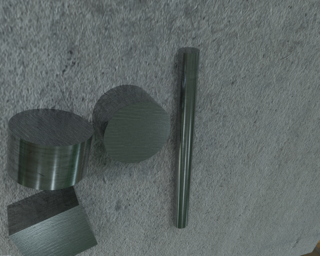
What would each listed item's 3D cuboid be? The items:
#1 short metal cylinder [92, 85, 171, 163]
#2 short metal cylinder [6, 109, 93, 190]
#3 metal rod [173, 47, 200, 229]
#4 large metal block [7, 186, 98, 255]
[{"bbox_3d":[-0.035,-0.005,0.369,0.081,0.050,0.079,-14,124,-21],"label":"short metal cylinder"},{"bbox_3d":[-0.114,0.019,0.321,0.081,0.080,0.050,1,118,-29],"label":"short metal cylinder"},{"bbox_3d":[0.035,0.034,0.447,0.025,0.025,0.298,-14,124,-21],"label":"metal rod"},{"bbox_3d":[-0.135,0.124,0.394,0.081,0.050,0.080,-22,127,-15],"label":"large metal block"}]
